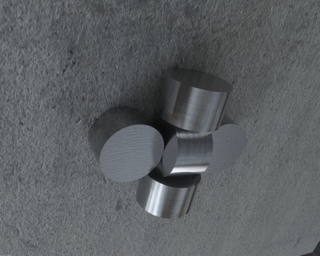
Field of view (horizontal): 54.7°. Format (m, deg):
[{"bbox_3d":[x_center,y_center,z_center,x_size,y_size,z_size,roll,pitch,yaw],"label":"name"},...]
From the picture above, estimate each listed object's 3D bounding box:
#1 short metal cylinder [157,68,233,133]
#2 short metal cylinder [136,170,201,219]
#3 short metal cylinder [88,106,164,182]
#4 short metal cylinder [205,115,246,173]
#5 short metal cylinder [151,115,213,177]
[{"bbox_3d":[0.041,-0.036,0.373,0.081,0.080,0.050,0,119,-28],"label":"short metal cylinder"},{"bbox_3d":[0.011,0.078,0.428,0.081,0.080,0.050,0,118,-28],"label":"short metal cylinder"},{"bbox_3d":[-0.042,0.019,0.381,0.081,0.050,0.079,-14,124,-22],"label":"short metal cylinder"},{"bbox_3d":[0.075,0.017,0.443,0.081,0.050,0.079,-14,125,-21],"label":"short metal cylinder"},{"bbox_3d":[0.023,0.022,0.399,0.050,0.080,0.079,0,118,-29],"label":"short metal cylinder"}]
